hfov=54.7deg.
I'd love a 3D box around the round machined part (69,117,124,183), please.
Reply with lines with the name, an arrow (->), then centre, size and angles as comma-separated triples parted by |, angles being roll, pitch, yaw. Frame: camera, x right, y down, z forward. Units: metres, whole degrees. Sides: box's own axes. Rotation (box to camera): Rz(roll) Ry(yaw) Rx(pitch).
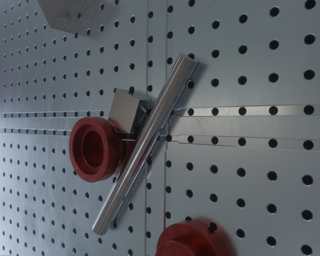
round machined part -> -0.093, 0.031, 0.474 | 0.098, 0.042, 0.097 | 3, 94, 41

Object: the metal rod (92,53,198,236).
metal rod -> -0.029, 0.037, 0.433 | 0.025, 0.025, 0.298 | 42, 115, 32

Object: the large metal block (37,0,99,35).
large metal block -> -0.158, -0.221, 0.524 | 0.080, 0.050, 0.080 | -44, 64, 31

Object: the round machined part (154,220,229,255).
round machined part -> 0.032, 0.165, 0.372 | 0.098, 0.042, 0.097 | 0, 90, 40

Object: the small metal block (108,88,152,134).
small metal block -> -0.044, -0.024, 0.446 | 0.050, 0.025, 0.050 | 28, 108, 36
